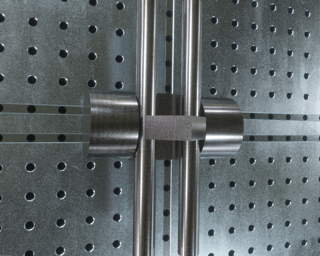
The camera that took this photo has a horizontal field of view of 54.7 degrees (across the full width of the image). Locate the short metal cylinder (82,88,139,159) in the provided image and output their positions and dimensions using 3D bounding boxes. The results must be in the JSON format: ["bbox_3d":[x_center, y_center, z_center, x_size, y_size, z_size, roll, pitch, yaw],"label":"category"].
[{"bbox_3d":[-0.060,-0.004,0.358,0.050,0.080,0.079,2,90,-20],"label":"short metal cylinder"}]

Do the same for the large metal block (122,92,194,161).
[{"bbox_3d":[-0.003,-0.002,0.394,0.081,0.050,0.079,1,90,-20],"label":"large metal block"}]

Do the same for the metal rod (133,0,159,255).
[{"bbox_3d":[-0.016,0.002,0.350,0.025,0.025,0.298,1,90,-20],"label":"metal rod"}]

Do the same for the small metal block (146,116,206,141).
[{"bbox_3d":[0.018,0.000,0.336,0.050,0.050,0.025,1,90,24],"label":"small metal block"}]

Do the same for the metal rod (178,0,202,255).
[{"bbox_3d":[0.036,0.000,0.369,0.025,0.025,0.298,1,90,-20],"label":"metal rod"}]

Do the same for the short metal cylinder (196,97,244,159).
[{"bbox_3d":[0.064,0.000,0.403,0.050,0.080,0.079,1,90,-19],"label":"short metal cylinder"}]
